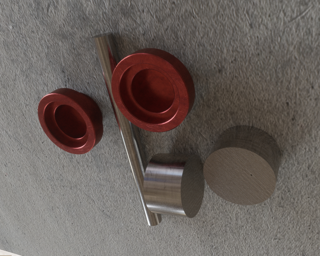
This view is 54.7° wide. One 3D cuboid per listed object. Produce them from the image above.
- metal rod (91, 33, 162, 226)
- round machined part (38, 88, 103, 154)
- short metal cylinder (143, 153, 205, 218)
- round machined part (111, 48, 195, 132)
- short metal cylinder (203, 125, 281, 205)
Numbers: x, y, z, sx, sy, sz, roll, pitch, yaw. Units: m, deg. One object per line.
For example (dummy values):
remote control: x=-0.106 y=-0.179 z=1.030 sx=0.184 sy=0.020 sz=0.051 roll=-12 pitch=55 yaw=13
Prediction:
metal rod: x=-0.040 y=0.019 z=0.437 sx=0.025 sy=0.025 sz=0.298 roll=1 pitch=119 yaw=27
round machined part: x=-0.124 y=-0.013 z=0.451 sx=0.098 sy=0.042 sz=0.097 roll=13 pitch=124 yaw=20
short metal cylinder: x=0.021 y=0.073 z=0.405 sx=0.050 sy=0.080 sz=0.080 roll=-1 pitch=118 yaw=28
round machined part: x=-0.005 y=-0.047 z=0.368 sx=0.098 sy=0.042 sz=0.097 roll=13 pitch=124 yaw=20
short metal cylinder: x=0.098 y=0.043 z=0.366 sx=0.080 sy=0.050 sz=0.079 roll=13 pitch=124 yaw=20
